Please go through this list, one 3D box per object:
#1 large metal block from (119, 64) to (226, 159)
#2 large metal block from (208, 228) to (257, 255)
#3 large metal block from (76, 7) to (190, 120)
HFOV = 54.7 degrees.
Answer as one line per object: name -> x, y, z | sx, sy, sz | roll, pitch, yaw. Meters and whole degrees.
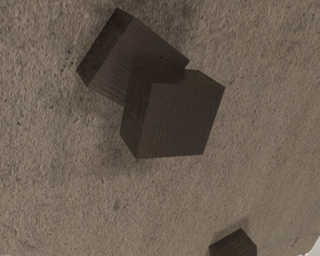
large metal block -> 0.010, -0.017, 0.323 | 0.081, 0.050, 0.079 | -1, 119, -29
large metal block -> 0.153, 0.268, 0.643 | 0.081, 0.050, 0.080 | -24, 128, -14
large metal block -> -0.029, -0.068, 0.334 | 0.080, 0.050, 0.080 | 28, 103, -38
